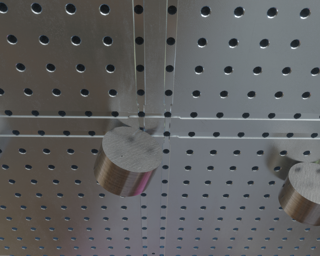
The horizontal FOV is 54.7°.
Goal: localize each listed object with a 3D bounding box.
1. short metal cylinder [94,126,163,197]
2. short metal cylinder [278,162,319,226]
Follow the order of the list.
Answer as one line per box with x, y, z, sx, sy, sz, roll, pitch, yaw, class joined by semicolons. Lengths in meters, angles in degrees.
-0.043;0.043;0.412;0.081;0.080;0.050;15;128;-13;short metal cylinder
0.225;0.097;0.462;0.081;0.080;0.050;2;130;-3;short metal cylinder
